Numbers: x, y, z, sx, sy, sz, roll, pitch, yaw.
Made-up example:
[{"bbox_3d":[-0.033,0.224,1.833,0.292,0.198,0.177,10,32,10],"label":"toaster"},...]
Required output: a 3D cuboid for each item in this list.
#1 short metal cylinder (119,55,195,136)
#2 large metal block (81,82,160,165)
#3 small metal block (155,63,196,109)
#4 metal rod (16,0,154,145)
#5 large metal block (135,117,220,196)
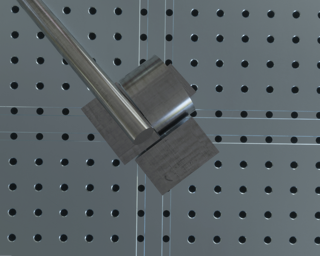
[{"bbox_3d":[-0.003,-0.037,0.360,0.050,0.080,0.080,-37,90,0],"label":"short metal cylinder"},{"bbox_3d":[-0.044,-0.005,0.386,0.050,0.080,0.080,-38,90,0],"label":"large metal block"},{"bbox_3d":[0.012,-0.049,0.414,0.050,0.025,0.050,-42,91,0],"label":"small metal block"},{"bbox_3d":[-0.109,-0.097,0.360,0.025,0.025,0.300,-41,69,0],"label":"metal rod"},{"bbox_3d":[0.019,0.031,0.384,0.080,0.080,0.050,-37,90,0],"label":"large metal block"}]
